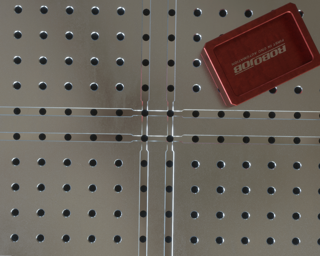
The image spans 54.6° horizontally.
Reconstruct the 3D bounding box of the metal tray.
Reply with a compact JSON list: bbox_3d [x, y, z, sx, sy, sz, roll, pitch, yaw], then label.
[{"bbox_3d":[0.132,-0.095,0.411,0.130,0.030,0.090,-26,90,0],"label":"metal tray"}]
